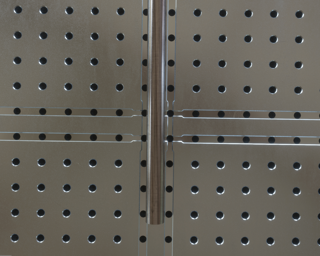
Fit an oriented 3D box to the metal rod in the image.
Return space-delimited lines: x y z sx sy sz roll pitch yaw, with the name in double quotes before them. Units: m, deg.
"metal rod" -0.005 -0.024 0.414 0.025 0.025 0.298 1 90 0
